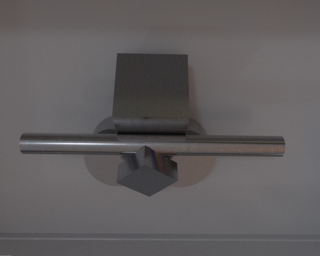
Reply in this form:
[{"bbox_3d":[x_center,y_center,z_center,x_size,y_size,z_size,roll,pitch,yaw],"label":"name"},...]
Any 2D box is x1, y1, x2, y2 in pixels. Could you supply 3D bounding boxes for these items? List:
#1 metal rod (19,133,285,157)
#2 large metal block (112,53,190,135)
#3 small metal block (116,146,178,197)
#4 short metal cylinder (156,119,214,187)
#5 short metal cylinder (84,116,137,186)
[{"bbox_3d":[-0.008,0.020,0.364,0.302,0.025,0.025,1,110,-1],"label":"metal rod"},{"bbox_3d":[-0.009,-0.038,0.360,0.081,0.050,0.080,1,67,-1],"label":"large metal block"},{"bbox_3d":[-0.015,0.053,0.364,0.050,0.025,0.050,30,130,-30],"label":"small metal block"},{"bbox_3d":[0.027,0.030,0.408,0.081,0.050,0.079,0,110,-1],"label":"short metal cylinder"},{"bbox_3d":[-0.054,0.029,0.407,0.081,0.050,0.079,0,110,-1],"label":"short metal cylinder"}]
